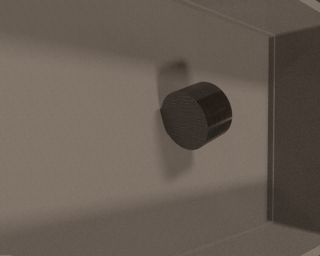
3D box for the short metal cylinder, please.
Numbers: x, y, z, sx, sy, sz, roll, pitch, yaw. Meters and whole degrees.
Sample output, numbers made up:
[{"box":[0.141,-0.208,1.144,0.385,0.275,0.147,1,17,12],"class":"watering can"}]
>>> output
[{"box":[0.048,-0.017,0.413,0.050,0.080,0.080,-25,106,-38],"class":"short metal cylinder"}]
